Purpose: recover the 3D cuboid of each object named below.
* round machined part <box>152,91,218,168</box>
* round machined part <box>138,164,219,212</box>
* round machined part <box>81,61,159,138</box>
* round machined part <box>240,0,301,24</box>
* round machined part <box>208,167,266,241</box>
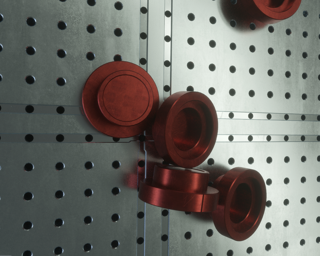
[{"bbox_3d":[0.029,0.001,0.404,0.099,0.042,0.097,-7,101,-41],"label":"round machined part"},{"bbox_3d":[0.025,0.071,0.384,0.099,0.098,0.042,8,88,-20],"label":"round machined part"},{"bbox_3d":[-0.047,-0.035,0.387,0.099,0.042,0.097,0,90,-20],"label":"round machined part"},{"bbox_3d":[0.160,-0.205,0.464,0.099,0.042,0.097,0,90,-21],"label":"round machined part"},{"bbox_3d":[0.104,0.103,0.433,0.099,0.042,0.097,-5,97,-40],"label":"round machined part"}]
